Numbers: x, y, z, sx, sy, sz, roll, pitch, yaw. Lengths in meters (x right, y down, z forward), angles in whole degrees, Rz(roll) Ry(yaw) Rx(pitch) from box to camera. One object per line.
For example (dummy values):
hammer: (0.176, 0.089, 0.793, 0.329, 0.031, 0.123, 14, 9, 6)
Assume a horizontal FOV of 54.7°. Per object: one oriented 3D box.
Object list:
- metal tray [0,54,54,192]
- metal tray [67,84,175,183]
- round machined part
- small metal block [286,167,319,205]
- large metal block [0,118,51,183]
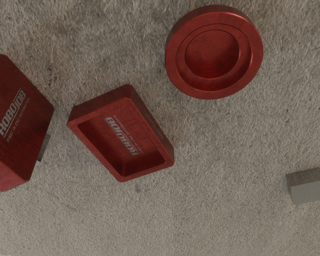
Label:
metal tray: (-0.165, -0.010, 0.327, 0.030, 0.130, 0.090, -24, 126, 14)
metal tray: (-0.047, 0.013, 0.414, 0.090, 0.030, 0.130, -21, 127, 17)
round machined part: (0.054, -0.081, 0.327, 0.099, 0.042, 0.097, 0, 130, 0)
small metal block: (0.230, 0.092, 0.488, 0.050, 0.025, 0.050, -16, 129, 13)
large metal block: (-0.209, 0.027, 0.411, 0.080, 0.050, 0.080, -36, 122, 26)
